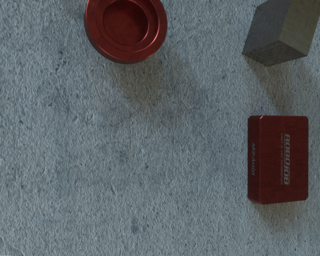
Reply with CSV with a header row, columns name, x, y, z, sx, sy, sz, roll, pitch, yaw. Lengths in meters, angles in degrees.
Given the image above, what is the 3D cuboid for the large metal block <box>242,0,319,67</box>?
name,x,y,z,sx,sy,sz,roll,pitch,yaw
large metal block,0.172,-0.141,0.443,0.050,0.080,0.080,21,83,-19

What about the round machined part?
name,x,y,z,sx,sy,sz,roll,pitch,yaw
round machined part,-0.044,-0.128,0.383,0.099,0.042,0.097,0,90,-20

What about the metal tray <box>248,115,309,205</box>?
name,x,y,z,sx,sy,sz,roll,pitch,yaw
metal tray,0.181,0.046,0.473,0.091,0.030,0.129,0,90,-20
